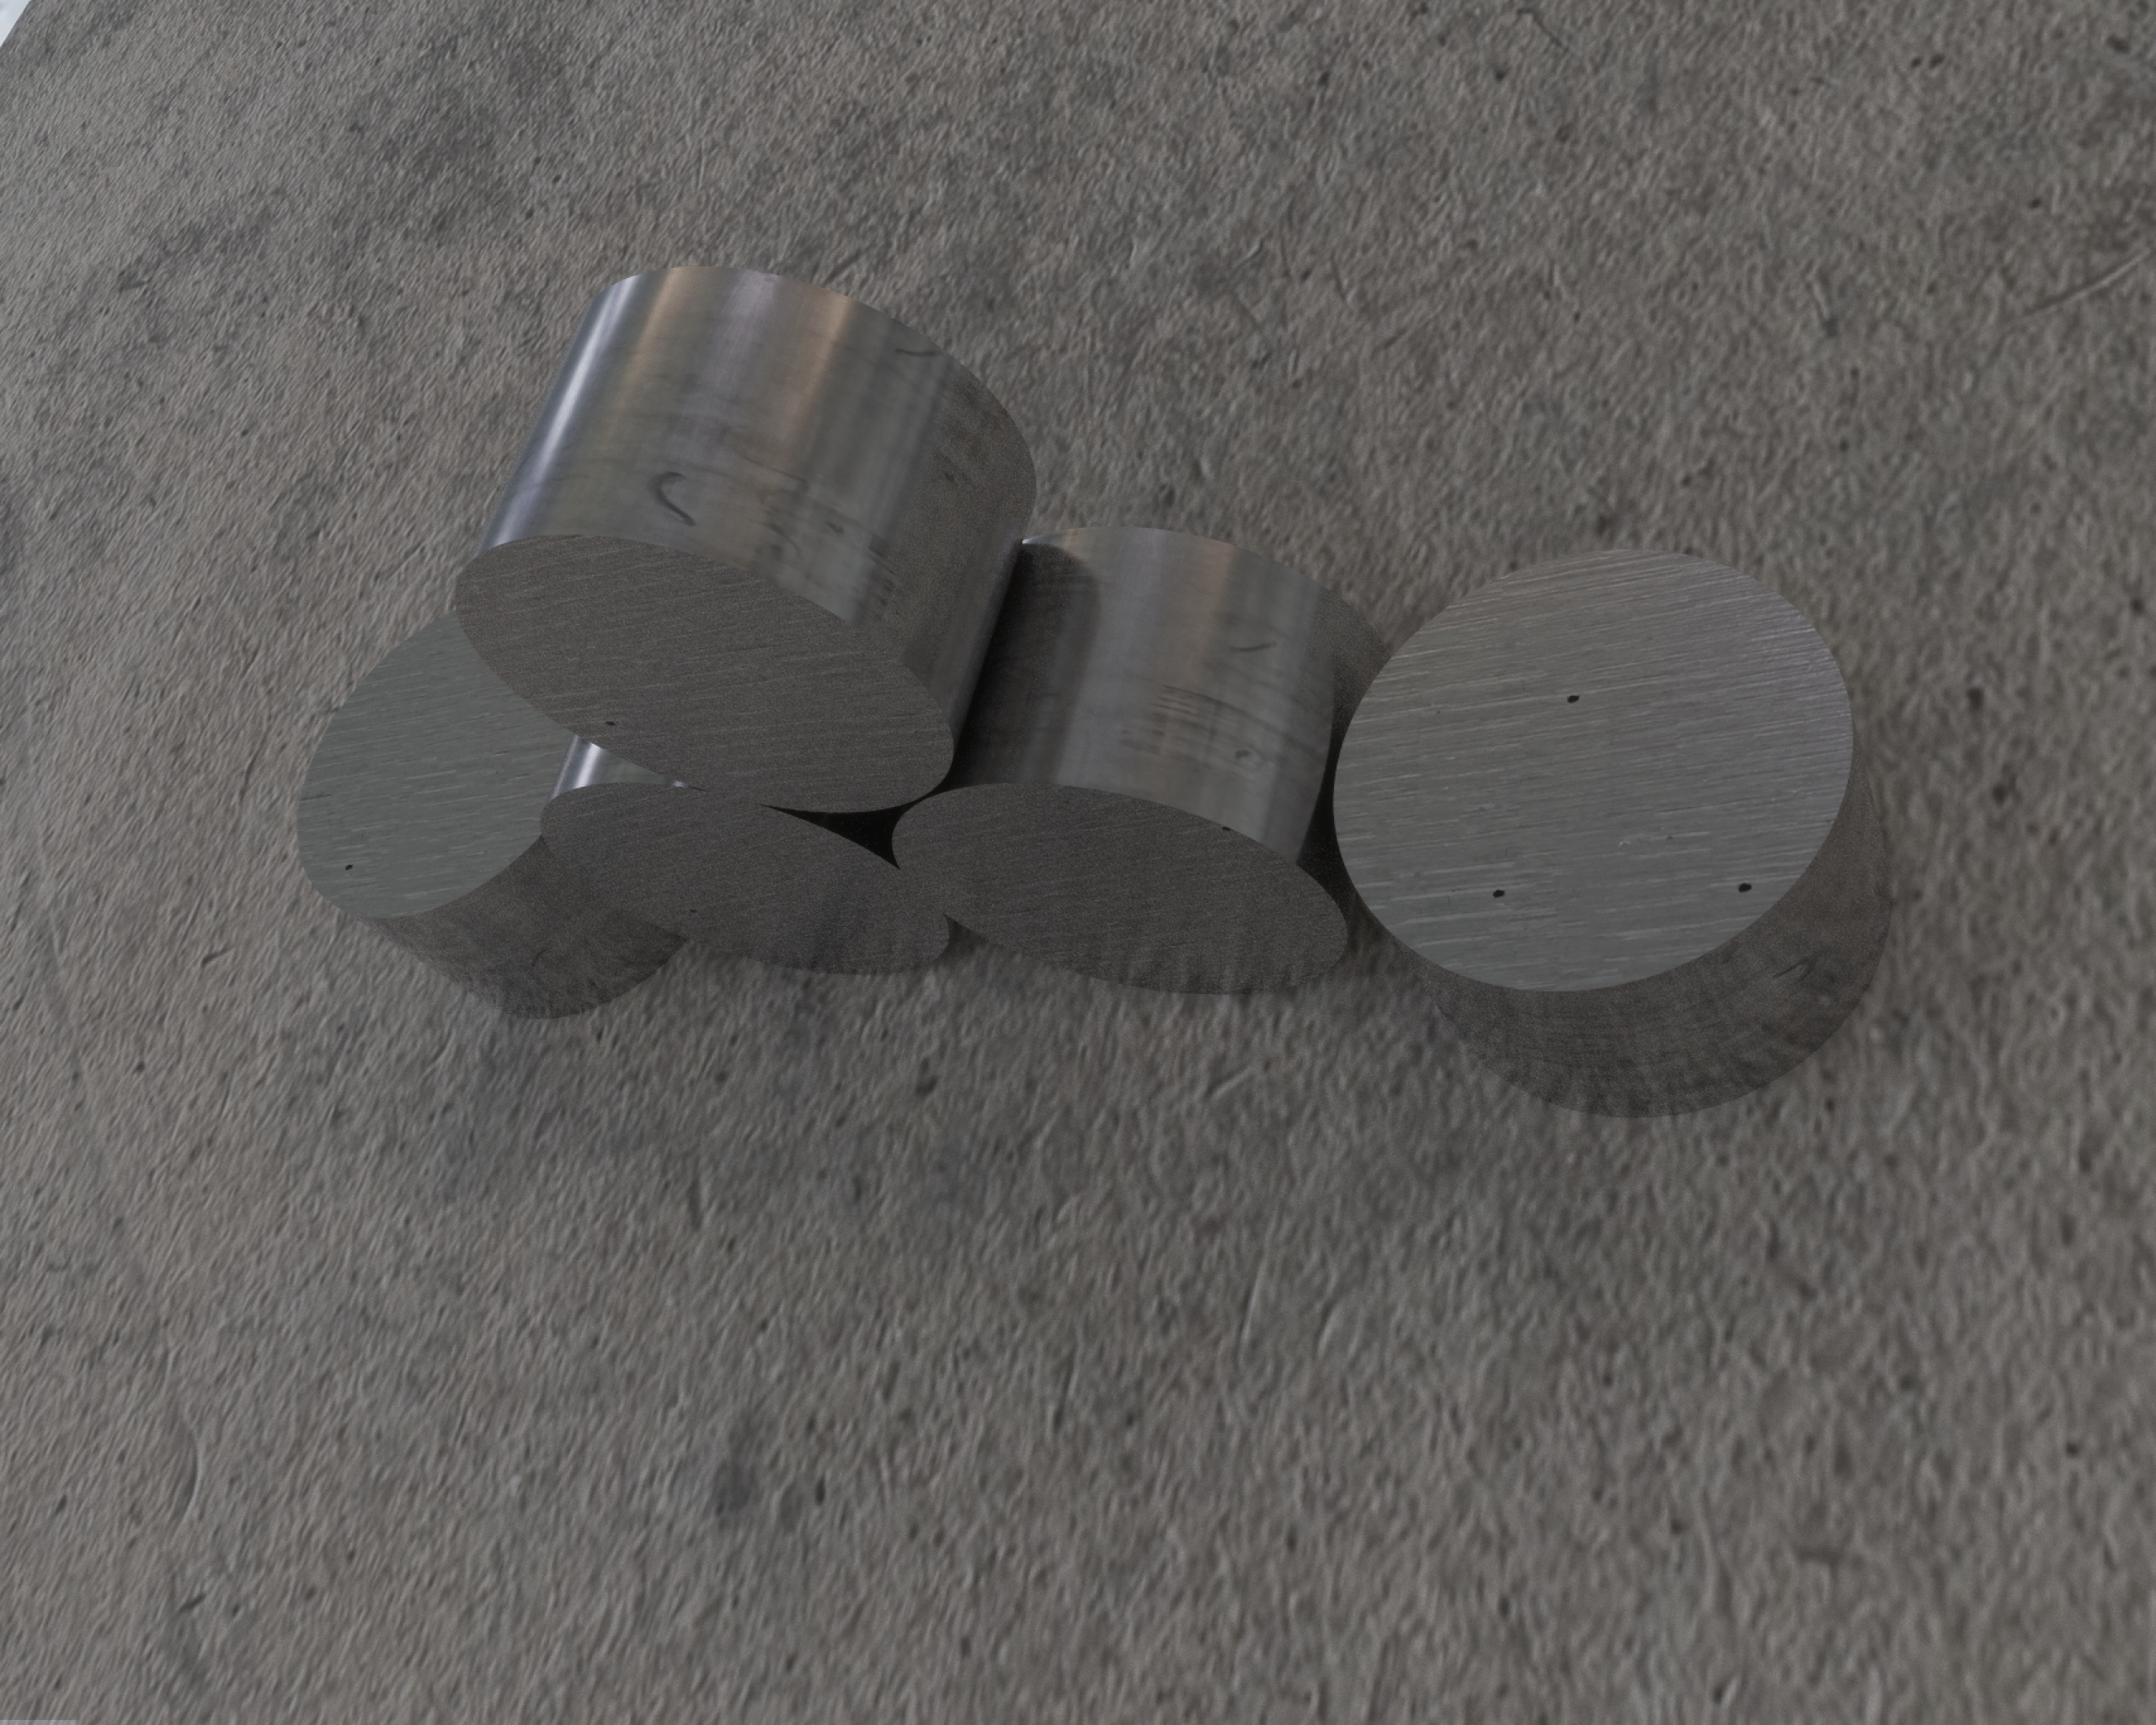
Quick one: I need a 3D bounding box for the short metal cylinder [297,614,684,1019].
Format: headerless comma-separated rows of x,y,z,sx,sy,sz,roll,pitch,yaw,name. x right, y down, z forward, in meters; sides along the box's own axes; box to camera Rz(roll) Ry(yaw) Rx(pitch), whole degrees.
-0.122,-0.012,0.460,0.080,0.050,0.080,-13,56,21,short metal cylinder

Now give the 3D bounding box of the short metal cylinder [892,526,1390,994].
0.013,-0.016,0.372,0.080,0.080,0.050,0,62,28,short metal cylinder

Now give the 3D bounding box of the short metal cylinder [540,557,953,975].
-0.058,-0.017,0.410,0.080,0.080,0.050,0,62,28,short metal cylinder

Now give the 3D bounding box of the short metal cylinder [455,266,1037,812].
-0.052,-0.049,0.337,0.080,0.080,0.050,1,62,29,short metal cylinder

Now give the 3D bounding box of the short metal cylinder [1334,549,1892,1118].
0.089,-0.004,0.344,0.080,0.050,0.080,-13,56,21,short metal cylinder
